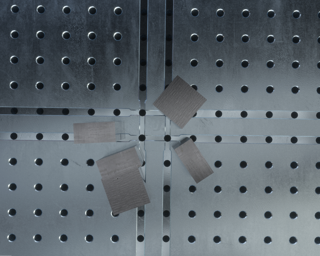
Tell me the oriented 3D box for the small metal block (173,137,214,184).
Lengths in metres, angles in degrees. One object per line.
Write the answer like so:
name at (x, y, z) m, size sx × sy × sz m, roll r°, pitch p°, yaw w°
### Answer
small metal block at (0.041, 0.040, 0.402) m, size 0.025 × 0.050 × 0.050 m, roll -34°, pitch 90°, yaw 0°

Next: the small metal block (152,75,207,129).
small metal block at (0.026, -0.034, 0.414) m, size 0.050 × 0.025 × 0.050 m, roll 40°, pitch 90°, yaw -1°

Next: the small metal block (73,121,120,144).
small metal block at (-0.079, 0.005, 0.400) m, size 0.050 × 0.050 × 0.025 m, roll -3°, pitch 90°, yaw -1°

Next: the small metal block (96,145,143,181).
small metal block at (-0.050, 0.043, 0.400) m, size 0.050 × 0.050 × 0.025 m, roll -21°, pitch 90°, yaw 0°

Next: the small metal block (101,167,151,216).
small metal block at (-0.044, 0.081, 0.413) m, size 0.050 × 0.025 × 0.050 m, roll -19°, pitch 90°, yaw -1°
